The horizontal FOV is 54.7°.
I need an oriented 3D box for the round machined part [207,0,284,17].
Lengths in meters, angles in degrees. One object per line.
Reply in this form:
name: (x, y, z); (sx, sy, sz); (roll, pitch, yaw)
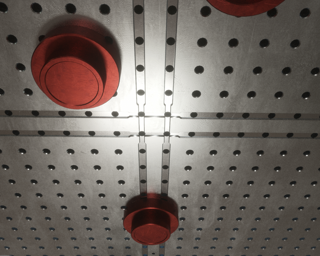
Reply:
round machined part: (0.077, -0.153, 0.271); (0.099, 0.042, 0.097); (-1, 130, 0)

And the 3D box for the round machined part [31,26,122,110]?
round machined part: (-0.095, -0.060, 0.348); (0.099, 0.042, 0.097); (-1, 130, 0)

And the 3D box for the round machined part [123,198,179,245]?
round machined part: (-0.016, 0.170, 0.546); (0.099, 0.042, 0.097); (-1, 130, 0)
